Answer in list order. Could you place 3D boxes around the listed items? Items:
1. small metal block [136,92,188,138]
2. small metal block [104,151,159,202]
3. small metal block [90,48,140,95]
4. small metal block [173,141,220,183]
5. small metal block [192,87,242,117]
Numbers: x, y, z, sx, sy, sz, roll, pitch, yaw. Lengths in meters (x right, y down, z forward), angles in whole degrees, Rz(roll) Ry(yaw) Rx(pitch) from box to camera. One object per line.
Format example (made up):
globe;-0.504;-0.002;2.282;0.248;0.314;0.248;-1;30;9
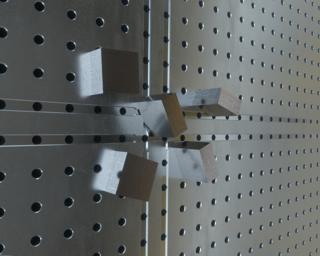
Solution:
small metal block;0.002;-0.016;0.397;0.025;0.050;0.050;-32;110;-36
small metal block;-0.034;0.060;0.382;0.050;0.025;0.050;24;75;-38
small metal block;-0.053;-0.065;0.366;0.050;0.025;0.050;-4;93;-40
small metal block;0.051;0.047;0.438;0.025;0.050;0.050;-27;108;-37
small metal block;0.086;-0.038;0.467;0.050;0.050;0.025;23;76;-38
